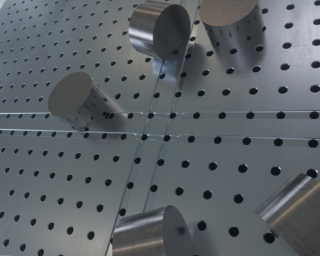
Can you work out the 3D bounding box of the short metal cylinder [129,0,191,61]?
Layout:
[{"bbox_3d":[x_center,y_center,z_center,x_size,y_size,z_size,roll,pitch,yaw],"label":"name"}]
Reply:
[{"bbox_3d":[0.001,-0.145,0.462,0.050,0.080,0.080,27,77,37],"label":"short metal cylinder"}]

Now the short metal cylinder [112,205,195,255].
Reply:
[{"bbox_3d":[-0.003,0.121,0.300,0.050,0.080,0.080,-20,54,17],"label":"short metal cylinder"}]

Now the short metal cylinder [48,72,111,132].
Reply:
[{"bbox_3d":[-0.125,-0.040,0.483,0.080,0.050,0.080,-13,56,21],"label":"short metal cylinder"}]

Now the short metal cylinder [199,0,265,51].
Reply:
[{"bbox_3d":[0.101,-0.155,0.434,0.080,0.050,0.080,-13,56,21],"label":"short metal cylinder"}]

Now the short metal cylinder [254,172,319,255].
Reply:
[{"bbox_3d":[0.126,0.083,0.256,0.050,0.080,0.080,-42,51,-1],"label":"short metal cylinder"}]
